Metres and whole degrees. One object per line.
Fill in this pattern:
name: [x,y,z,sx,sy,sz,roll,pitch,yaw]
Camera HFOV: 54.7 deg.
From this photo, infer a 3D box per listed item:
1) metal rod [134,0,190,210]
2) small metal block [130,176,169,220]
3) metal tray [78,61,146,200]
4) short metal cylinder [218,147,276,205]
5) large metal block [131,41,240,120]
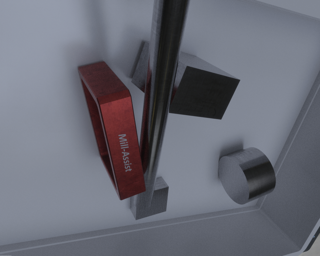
metal rod: [-0.007,0.003,0.319,0.025,0.025,0.298,-15,142,-21]
small metal block: [-0.017,0.106,0.467,0.050,0.025,0.050,-10,123,-24]
metal tray: [-0.052,0.003,0.340,0.030,0.090,0.129,-18,126,-17]
short metal cylinder: [0.138,0.076,0.498,0.050,0.080,0.079,-16,125,-20]
large metal block: [0.027,-0.053,0.351,0.081,0.080,0.050,5,116,-38]
